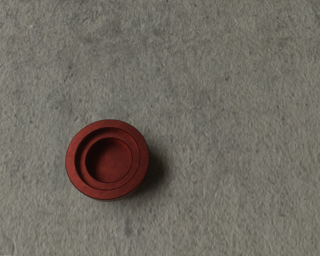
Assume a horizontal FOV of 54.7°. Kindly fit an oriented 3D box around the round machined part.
[{"bbox_3d":[-0.062,0.042,0.383,0.099,0.042,0.098,0,70,-1],"label":"round machined part"}]
